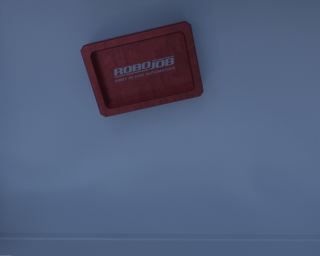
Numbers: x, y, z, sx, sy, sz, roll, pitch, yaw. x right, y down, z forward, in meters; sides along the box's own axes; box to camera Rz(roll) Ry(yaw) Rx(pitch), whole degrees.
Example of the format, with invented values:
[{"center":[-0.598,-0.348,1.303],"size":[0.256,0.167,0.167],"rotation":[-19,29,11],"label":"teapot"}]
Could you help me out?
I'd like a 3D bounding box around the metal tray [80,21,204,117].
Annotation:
[{"center":[-0.020,-0.072,0.381],"size":[0.131,0.030,0.089],"rotation":[-12,110,4],"label":"metal tray"}]
